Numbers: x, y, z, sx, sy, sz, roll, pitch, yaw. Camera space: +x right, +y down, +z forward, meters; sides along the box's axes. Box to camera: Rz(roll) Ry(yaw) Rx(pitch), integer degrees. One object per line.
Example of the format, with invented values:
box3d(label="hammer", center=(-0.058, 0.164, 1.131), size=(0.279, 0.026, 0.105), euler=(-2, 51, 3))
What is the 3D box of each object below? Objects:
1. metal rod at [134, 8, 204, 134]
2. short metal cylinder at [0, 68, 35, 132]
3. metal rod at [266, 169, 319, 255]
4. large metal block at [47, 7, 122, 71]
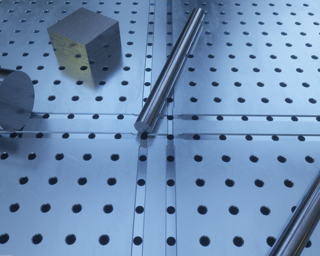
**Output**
box3d(label="metal rod", center=(0.025, -0.109, 0.498), size=(0.025, 0.025, 0.301), euler=(14, 51, 12))
box3d(label="short metal cylinder", center=(-0.209, -0.038, 0.402), size=(0.050, 0.080, 0.080), euler=(10, 51, 8))
box3d(label="metal rod", center=(0.125, 0.121, 0.306), size=(0.025, 0.025, 0.302), euler=(33, 57, 25))
box3d(label="large metal block", center=(-0.123, -0.150, 0.517), size=(0.080, 0.050, 0.080), euler=(27, 55, 20))
